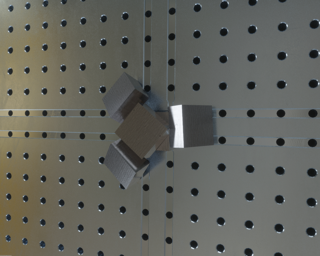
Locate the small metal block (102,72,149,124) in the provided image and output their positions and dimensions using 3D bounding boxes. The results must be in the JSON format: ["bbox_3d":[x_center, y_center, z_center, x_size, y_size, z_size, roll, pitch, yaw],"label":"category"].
[{"bbox_3d":[-0.047,-0.040,0.417,0.050,0.025,0.050,-48,40,13],"label":"small metal block"}]

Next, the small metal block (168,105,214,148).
[{"bbox_3d":[0.039,-0.002,0.383,0.025,0.050,0.050,-4,88,53],"label":"small metal block"}]

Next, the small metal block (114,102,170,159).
[{"bbox_3d":[-0.020,0.003,0.393,0.050,0.025,0.050,43,103,14],"label":"small metal block"}]

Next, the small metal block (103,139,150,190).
[{"bbox_3d":[-0.046,0.047,0.416,0.050,0.025,0.050,47,142,14],"label":"small metal block"}]

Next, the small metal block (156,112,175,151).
[{"bbox_3d":[-0.007,0.003,0.416,0.050,0.025,0.050,2,93,20],"label":"small metal block"}]
